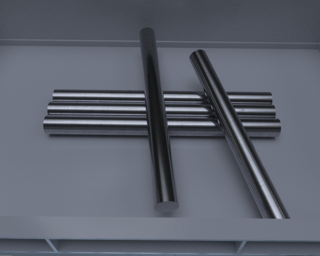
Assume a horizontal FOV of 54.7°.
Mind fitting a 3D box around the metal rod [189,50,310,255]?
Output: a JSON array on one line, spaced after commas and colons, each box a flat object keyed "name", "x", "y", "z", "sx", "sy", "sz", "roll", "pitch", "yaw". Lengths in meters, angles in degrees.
[{"name": "metal rod", "x": 0.094, "y": 0.019, "z": 0.363, "sx": 0.025, "sy": 0.025, "sz": 0.299, "roll": -12, "pitch": 58, "yaw": -10}]

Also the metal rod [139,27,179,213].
[{"name": "metal rod", "x": -0.007, "y": -0.036, "z": 0.401, "sx": 0.025, "sy": 0.025, "sz": 0.300, "roll": -4, "pitch": 50, "yaw": -4}]

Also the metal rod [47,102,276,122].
[{"name": "metal rod", "x": 0.002, "y": -0.021, "z": 0.421, "sx": 0.302, "sy": 0.025, "sz": 0.025, "roll": 1, "pitch": 50, "yaw": 0}]

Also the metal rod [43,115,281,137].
[{"name": "metal rod", "x": 0.003, "y": -0.002, "z": 0.405, "sx": 0.302, "sy": 0.025, "sz": 0.025, "roll": 1, "pitch": 50, "yaw": 0}]

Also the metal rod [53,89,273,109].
[{"name": "metal rod", "x": 0.004, "y": -0.040, "z": 0.437, "sx": 0.302, "sy": 0.025, "sz": 0.025, "roll": 1, "pitch": 50, "yaw": 0}]
